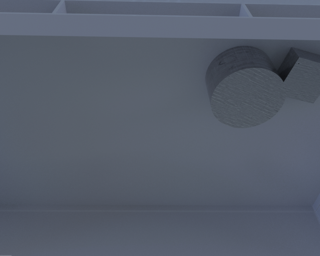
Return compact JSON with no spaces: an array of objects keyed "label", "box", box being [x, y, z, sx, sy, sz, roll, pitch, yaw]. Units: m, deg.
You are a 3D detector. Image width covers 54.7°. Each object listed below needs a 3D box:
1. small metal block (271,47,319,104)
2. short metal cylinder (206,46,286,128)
[{"label":"small metal block","box":[0.166,-0.060,0.360,0.050,0.025,0.050,12,129,-11]},{"label":"short metal cylinder","box":[0.095,-0.046,0.355,0.081,0.050,0.079,0,130,0]}]
